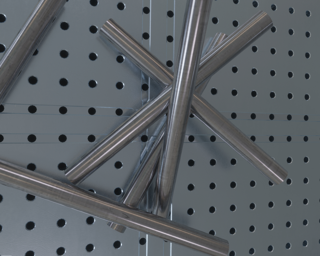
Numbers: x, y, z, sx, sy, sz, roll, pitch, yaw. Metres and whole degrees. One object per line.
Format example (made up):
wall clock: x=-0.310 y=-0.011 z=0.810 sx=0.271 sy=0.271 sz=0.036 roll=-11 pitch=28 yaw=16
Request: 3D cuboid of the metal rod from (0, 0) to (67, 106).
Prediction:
metal rod: x=-0.191 y=-0.027 z=0.342 sx=0.025 sy=0.025 sz=0.300 roll=31 pitch=80 yaw=-18

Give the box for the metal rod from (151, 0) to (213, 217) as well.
metal rod: x=0.022 y=-0.020 z=0.354 sx=0.025 sy=0.025 sz=0.298 roll=0 pitch=116 yaw=-20

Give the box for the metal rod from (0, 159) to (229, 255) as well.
metal rod: x=-0.056 y=0.098 z=0.367 sx=0.301 sy=0.025 sz=0.025 roll=22 pitch=83 yaw=-10

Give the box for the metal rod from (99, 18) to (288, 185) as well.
metal rod: x=0.046 y=-0.031 z=0.400 sx=0.300 sy=0.025 sz=0.025 roll=40 pitch=77 yaw=-5

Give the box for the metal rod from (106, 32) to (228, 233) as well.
metal rod: x=0.017 y=-0.001 z=0.418 sx=0.025 sy=0.025 sz=0.300 roll=33 pitch=79 yaw=-17

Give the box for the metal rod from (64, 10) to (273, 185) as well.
metal rod: x=0.009 y=-0.035 z=0.372 sx=0.300 sy=0.025 sz=0.025 roll=-39 pitch=103 yaw=1
